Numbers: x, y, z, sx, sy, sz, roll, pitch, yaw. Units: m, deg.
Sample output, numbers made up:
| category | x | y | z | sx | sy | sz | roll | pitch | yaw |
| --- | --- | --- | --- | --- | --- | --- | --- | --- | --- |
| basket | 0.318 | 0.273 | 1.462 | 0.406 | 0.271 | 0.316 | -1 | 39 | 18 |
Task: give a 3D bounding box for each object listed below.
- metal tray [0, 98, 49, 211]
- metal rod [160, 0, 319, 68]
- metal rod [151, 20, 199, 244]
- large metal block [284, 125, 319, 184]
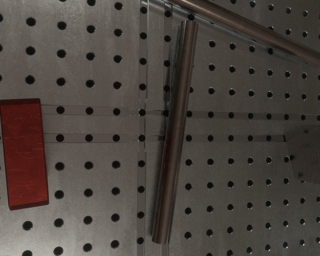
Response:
| category | x | y | z | sx | sy | sz | roll | pitch | yaw |
| --- | --- | --- | --- | --- | --- | --- | --- | --- | --- |
| metal tray | -0.131 | 0.020 | 0.309 | 0.030 | 0.130 | 0.089 | -5 | 92 | -20 |
| metal rod | 0.125 | -0.150 | 0.460 | 0.302 | 0.025 | 0.025 | 16 | 85 | -20 |
| metal rod | 0.021 | 0.004 | 0.421 | 0.025 | 0.025 | 0.298 | 9 | 87 | -20 |
| large metal block | 0.248 | 0.040 | 0.477 | 0.050 | 0.080 | 0.080 | -16 | 96 | -20 |
